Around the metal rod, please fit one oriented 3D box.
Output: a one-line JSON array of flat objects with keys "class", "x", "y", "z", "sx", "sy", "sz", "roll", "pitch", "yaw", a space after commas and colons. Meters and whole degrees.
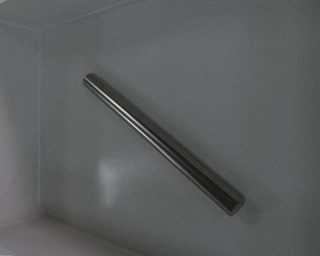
[{"class": "metal rod", "x": -0.014, "y": 0.005, "z": 0.413, "sx": 0.300, "sy": 0.025, "sz": 0.025, "roll": 40, "pitch": 114, "yaw": 32}]
